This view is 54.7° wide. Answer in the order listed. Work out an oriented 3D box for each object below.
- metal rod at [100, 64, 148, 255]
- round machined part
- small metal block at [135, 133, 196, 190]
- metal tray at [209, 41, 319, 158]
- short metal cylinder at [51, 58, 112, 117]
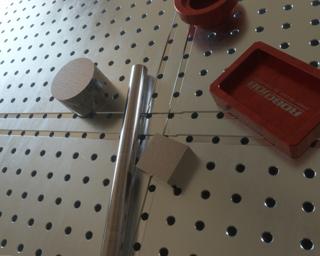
[{"bbox_3d":[-0.044,0.040,0.405,0.025,0.025,0.299,-8,58,23],"label":"metal rod"},{"bbox_3d":[0.075,-0.194,0.476,0.098,0.042,0.098,-13,56,20],"label":"round machined part"},{"bbox_3d":[0.007,0.040,0.379,0.050,0.025,0.050,22,73,35],"label":"small metal block"},{"bbox_3d":[0.133,-0.039,0.358,0.090,0.030,0.130,-44,51,-3],"label":"metal tray"},{"bbox_3d":[-0.125,-0.065,0.495,0.080,0.050,0.080,-13,56,20],"label":"short metal cylinder"}]
